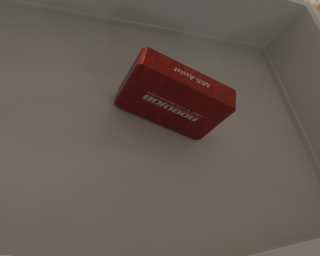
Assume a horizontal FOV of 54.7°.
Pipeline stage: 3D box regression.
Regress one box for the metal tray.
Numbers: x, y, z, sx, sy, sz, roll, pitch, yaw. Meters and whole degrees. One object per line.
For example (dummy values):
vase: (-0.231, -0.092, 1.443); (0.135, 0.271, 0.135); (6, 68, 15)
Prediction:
metal tray: (0.018, -0.038, 0.394); (0.131, 0.090, 0.030); (23, 53, -16)
